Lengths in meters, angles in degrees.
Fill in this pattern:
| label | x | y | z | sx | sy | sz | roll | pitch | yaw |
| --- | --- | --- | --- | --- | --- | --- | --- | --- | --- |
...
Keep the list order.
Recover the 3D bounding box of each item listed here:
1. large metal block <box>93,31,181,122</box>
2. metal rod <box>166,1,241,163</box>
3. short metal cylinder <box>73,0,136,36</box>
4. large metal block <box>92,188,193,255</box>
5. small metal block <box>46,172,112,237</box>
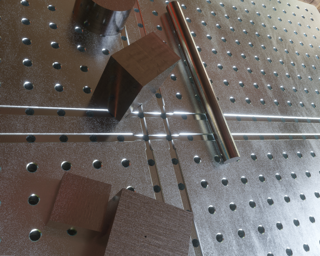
| label | x | y | z | sx | sy | sz | roll | pitch | yaw |
| --- | --- | --- | --- | --- | --- | --- | --- | --- | --- |
| large metal block | -0.031 | -0.066 | 0.398 | 0.050 | 0.080 | 0.080 | 45 | 51 | 2 |
| metal rod | 0.062 | -0.086 | 0.496 | 0.025 | 0.025 | 0.299 | -2 | 63 | -30 |
| short metal cylinder | -0.083 | -0.185 | 0.461 | 0.081 | 0.050 | 0.080 | 14 | 56 | -21 |
| large metal block | -0.019 | 0.118 | 0.312 | 0.080 | 0.050 | 0.080 | 23 | 53 | -15 |
| small metal block | -0.082 | 0.079 | 0.317 | 0.050 | 0.025 | 0.050 | 20 | 54 | -17 |
